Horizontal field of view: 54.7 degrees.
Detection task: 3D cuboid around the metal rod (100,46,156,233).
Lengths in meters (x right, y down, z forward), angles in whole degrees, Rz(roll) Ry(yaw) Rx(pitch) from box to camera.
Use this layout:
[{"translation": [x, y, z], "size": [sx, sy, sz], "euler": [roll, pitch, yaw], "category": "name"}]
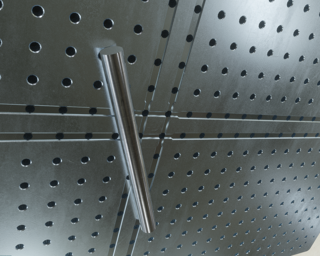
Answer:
[{"translation": [-0.035, 0.038, 0.416], "size": [0.025, 0.025, 0.298], "euler": [-20, 127, -17], "category": "metal rod"}]
